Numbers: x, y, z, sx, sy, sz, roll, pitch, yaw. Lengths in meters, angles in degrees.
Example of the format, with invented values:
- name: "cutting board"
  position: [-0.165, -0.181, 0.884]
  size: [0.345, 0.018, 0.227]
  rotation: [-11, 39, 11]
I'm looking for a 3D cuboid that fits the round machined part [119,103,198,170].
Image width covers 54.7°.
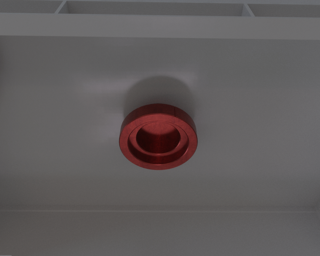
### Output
- name: "round machined part"
  position: [-0.002, 0.007, 0.403]
  size: [0.099, 0.042, 0.097]
  rotation: [0, 130, 0]

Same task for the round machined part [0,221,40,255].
- name: "round machined part"
  position: [-0.284, 0.221, 0.586]
  size: [0.099, 0.042, 0.097]
  rotation: [0, 130, 0]
